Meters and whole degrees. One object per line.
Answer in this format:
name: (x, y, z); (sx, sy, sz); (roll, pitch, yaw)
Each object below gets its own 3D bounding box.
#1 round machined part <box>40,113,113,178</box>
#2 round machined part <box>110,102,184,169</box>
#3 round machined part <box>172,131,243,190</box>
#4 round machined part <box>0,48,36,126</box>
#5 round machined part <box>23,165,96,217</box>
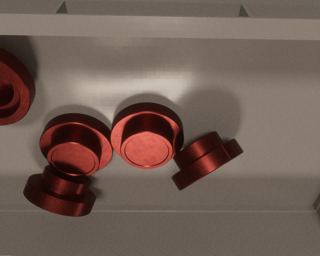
round machined part: (-0.114, 0.031, 0.422); (0.099, 0.042, 0.097); (0, 130, 0)
round machined part: (-0.017, 0.017, 0.412); (0.099, 0.042, 0.097); (-1, 130, 0)
round machined part: (0.057, 0.039, 0.410); (0.098, 0.099, 0.042); (-37, 78, 27)
round machined part: (-0.191, -0.053, 0.350); (0.099, 0.042, 0.097); (-1, 130, 0)
round machined part: (-0.138, 0.085, 0.444); (0.099, 0.098, 0.042); (21, 91, -18)
